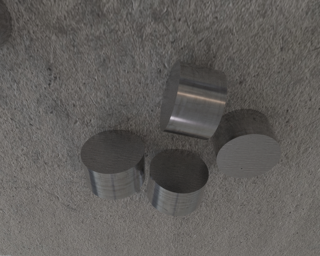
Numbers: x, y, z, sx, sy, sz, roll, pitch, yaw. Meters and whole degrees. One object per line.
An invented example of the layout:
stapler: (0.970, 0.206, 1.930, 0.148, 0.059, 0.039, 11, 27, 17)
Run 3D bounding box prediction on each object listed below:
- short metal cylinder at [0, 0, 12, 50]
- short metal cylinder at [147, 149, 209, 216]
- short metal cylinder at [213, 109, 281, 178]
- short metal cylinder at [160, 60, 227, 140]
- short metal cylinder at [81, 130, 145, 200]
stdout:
short metal cylinder: (-0.196, -0.101, 0.303, 0.081, 0.050, 0.079, 0, 130, 0)
short metal cylinder: (0.024, 0.075, 0.435, 0.081, 0.080, 0.050, 4, 130, -4)
short metal cylinder: (0.112, 0.021, 0.410, 0.081, 0.050, 0.079, 0, 130, 0)
short metal cylinder: (0.034, -0.030, 0.345, 0.050, 0.080, 0.079, 12, 129, -10)
short metal cylinder: (-0.060, 0.047, 0.410, 0.081, 0.080, 0.050, 0, 130, 0)
